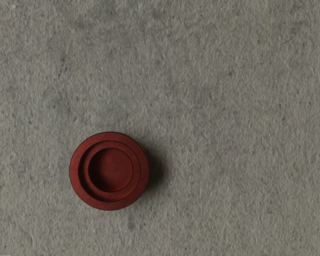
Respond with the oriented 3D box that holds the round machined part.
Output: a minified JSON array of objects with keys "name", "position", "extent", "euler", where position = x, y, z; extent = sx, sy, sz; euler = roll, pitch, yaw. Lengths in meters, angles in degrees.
[{"name":"round machined part","position":[-0.062,0.053,0.401],"extent":[0.099,0.042,0.097],"euler":[0,90,-1]}]
